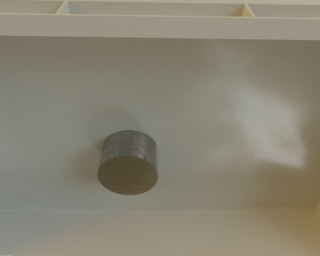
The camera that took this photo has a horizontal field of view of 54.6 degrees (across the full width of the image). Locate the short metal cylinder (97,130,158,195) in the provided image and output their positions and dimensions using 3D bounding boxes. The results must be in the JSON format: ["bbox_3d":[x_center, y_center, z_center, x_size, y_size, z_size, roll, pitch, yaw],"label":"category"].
[{"bbox_3d":[-0.043,0.049,0.434,0.080,0.050,0.080,0,130,0],"label":"short metal cylinder"}]
